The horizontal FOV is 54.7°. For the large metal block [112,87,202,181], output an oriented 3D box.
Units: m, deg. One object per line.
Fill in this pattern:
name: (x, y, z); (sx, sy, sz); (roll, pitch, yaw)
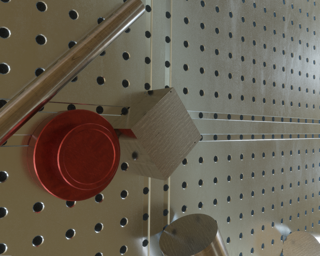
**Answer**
large metal block: (-0.004, 0.006, 0.389); (0.080, 0.050, 0.080); (-47, 118, -30)

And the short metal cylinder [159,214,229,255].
short metal cylinder: (0.045, 0.160, 0.412); (0.081, 0.080, 0.050); (-35, 112, -35)

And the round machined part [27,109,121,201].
round machined part: (-0.083, 0.029, 0.328); (0.099, 0.042, 0.097); (0, 90, -40)

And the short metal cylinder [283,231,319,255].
short metal cylinder: (0.298, 0.250, 0.623); (0.050, 0.080, 0.080); (18, 79, -39)

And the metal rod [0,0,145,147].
metal rod: (-0.111, -0.046, 0.315); (0.301, 0.025, 0.025); (-52, 121, -27)
